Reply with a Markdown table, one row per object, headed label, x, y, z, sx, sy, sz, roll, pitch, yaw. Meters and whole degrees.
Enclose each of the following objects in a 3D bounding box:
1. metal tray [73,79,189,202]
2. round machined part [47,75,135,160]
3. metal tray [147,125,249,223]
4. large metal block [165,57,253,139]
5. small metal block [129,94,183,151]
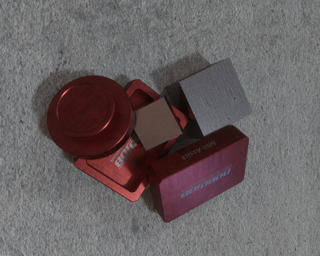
| label | x | y | z | sx | sy | sz | roll | pitch | yaw |
| --- | --- | --- | --- | --- | --- | --- | --- | --- | --- |
| metal tray | -0.035 | 0.015 | 0.394 | 0.090 | 0.030 | 0.130 | 37 | 78 | -17 |
| round machined part | -0.080 | -0.016 | 0.349 | 0.099 | 0.042 | 0.098 | -1 | 73 | 5 |
| metal tray | 0.052 | 0.060 | 0.402 | 0.131 | 0.030 | 0.089 | -24 | 134 | -18 |
| large metal block | 0.066 | -0.039 | 0.421 | 0.080 | 0.050 | 0.080 | -28 | 100 | -18 |
| small metal block | -0.006 | -0.007 | 0.384 | 0.050 | 0.025 | 0.050 | -26 | 102 | 10 |
